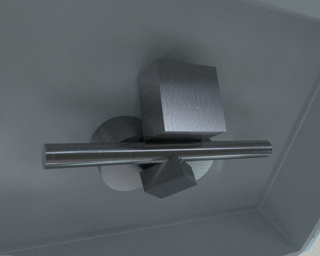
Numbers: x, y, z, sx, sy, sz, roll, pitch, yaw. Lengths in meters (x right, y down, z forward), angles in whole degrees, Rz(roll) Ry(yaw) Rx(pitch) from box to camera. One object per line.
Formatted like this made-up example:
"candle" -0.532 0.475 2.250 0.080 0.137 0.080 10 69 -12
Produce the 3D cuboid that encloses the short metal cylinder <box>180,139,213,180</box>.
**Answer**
"short metal cylinder" 0.028 0.033 0.429 0.081 0.050 0.079 -14 125 -21

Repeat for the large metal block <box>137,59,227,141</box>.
"large metal block" 0.024 -0.028 0.361 0.081 0.050 0.080 1 75 -29

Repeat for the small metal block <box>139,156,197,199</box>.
"small metal block" 0.011 0.061 0.373 0.050 0.025 0.050 -25 151 13

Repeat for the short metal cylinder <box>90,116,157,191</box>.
"short metal cylinder" -0.042 0.032 0.389 0.081 0.050 0.079 -14 125 -21

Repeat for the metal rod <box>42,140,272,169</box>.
"metal rod" 0.020 0.029 0.372 0.303 0.025 0.025 1 118 -29
